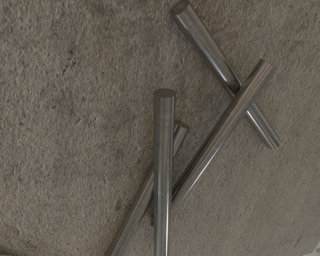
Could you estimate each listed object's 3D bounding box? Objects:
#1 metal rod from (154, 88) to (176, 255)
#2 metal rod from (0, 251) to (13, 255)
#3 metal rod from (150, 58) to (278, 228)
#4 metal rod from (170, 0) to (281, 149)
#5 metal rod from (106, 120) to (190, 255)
[{"bbox_3d":[0.004,0.087,0.428,0.025,0.025,0.298,-13,125,-21],"label":"metal rod"},{"bbox_3d":[-0.190,0.193,0.422,0.025,0.025,0.300,-43,130,1],"label":"metal rod"},{"bbox_3d":[0.066,0.037,0.445,0.025,0.025,0.298,15,117,-35],"label":"metal rod"},{"bbox_3d":[0.107,-0.053,0.432,0.025,0.025,0.300,-45,129,3],"label":"metal rod"},{"bbox_3d":[-0.033,0.123,0.464,0.025,0.025,0.298,14,111,-34],"label":"metal rod"}]
